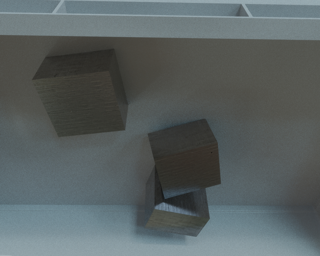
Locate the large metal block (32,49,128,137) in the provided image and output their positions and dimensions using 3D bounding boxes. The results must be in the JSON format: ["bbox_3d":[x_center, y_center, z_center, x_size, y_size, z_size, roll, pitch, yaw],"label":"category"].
[{"bbox_3d":[-0.086,-0.039,0.358,0.080,0.050,0.080,-6,130,4],"label":"large metal block"}]

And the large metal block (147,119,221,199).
[{"bbox_3d":[0.034,0.042,0.420,0.080,0.050,0.080,-15,130,-2],"label":"large metal block"}]

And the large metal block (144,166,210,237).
[{"bbox_3d":[0.023,0.109,0.466,0.081,0.080,0.050,13,129,-12],"label":"large metal block"}]
